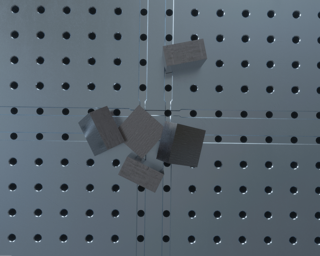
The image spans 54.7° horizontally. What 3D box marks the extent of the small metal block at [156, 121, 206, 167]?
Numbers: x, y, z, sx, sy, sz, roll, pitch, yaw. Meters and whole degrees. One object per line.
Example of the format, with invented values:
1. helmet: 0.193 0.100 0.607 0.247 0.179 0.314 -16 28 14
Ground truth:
1. small metal block: 0.028 0.021 0.401 0.050 0.025 0.050 13 90 -37

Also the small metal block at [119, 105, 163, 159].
1. small metal block: -0.025 0.005 0.413 0.050 0.025 0.050 42 90 -1

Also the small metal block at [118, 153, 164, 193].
1. small metal block: -0.023 0.056 0.401 0.050 0.050 0.025 26 90 -1

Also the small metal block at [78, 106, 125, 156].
1. small metal block: -0.076 0.005 0.397 0.025 0.050 0.050 -26 91 -32

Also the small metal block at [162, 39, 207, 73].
1. small metal block: 0.030 -0.092 0.401 0.050 0.050 0.025 -11 90 0
